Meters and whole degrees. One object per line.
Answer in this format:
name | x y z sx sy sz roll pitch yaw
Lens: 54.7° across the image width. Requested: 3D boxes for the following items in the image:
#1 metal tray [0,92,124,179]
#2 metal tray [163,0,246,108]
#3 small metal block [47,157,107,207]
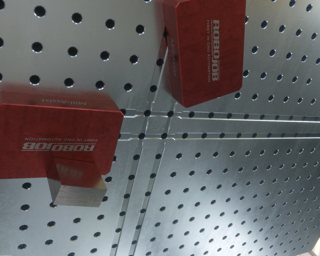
metal tray | -0.115 0.011 0.352 0.131 0.030 0.089 3 117 -30
metal tray | 0.057 -0.097 0.379 0.091 0.030 0.129 -20 126 -17
small metal block | -0.093 0.060 0.342 0.050 0.050 0.025 14 111 -34
